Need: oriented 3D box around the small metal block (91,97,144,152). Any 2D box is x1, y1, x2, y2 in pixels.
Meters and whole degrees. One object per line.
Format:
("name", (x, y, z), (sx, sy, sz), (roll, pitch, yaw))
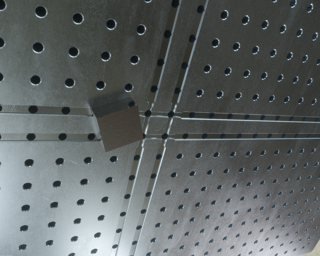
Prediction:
("small metal block", (-0.051, -0.005, 0.380), (0.050, 0.025, 0.050), (-19, 126, -17))
